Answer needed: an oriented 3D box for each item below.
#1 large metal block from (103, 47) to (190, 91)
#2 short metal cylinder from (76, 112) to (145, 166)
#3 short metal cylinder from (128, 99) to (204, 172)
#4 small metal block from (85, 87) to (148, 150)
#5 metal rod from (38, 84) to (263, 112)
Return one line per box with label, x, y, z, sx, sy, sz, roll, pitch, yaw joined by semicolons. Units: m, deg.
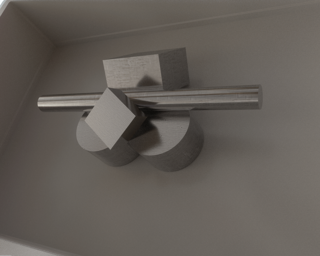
large metal block;-0.015;-0.074;0.414;0.080;0.050;0.080;1;19;28
short metal cylinder;-0.064;0.005;0.417;0.080;0.050;0.080;-13;56;20
short metal cylinder;0.007;0.007;0.379;0.080;0.050;0.080;-13;56;20
small metal block;-0.051;-0.011;0.358;0.050;0.025;0.050;45;109;20
metal rod;-0.033;-0.033;0.376;0.300;0.025;0.025;1;62;28
